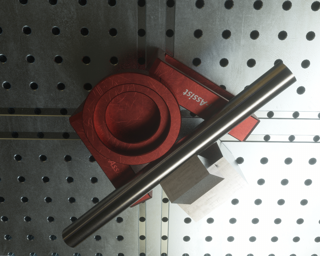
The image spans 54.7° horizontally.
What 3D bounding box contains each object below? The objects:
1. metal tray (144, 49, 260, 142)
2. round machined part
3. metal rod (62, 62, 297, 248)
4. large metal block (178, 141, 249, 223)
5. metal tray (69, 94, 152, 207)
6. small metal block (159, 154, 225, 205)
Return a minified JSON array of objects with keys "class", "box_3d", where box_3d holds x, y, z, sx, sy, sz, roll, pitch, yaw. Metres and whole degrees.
[{"class":"metal tray","box_3d":[0.045,-0.042,0.363,0.131,0.090,0.030,30,108,-11]},{"class":"round machined part","box_3d":[-0.028,-0.014,0.325,0.099,0.042,0.097,0,110,-1]},{"class":"metal rod","box_3d":[0.009,0.037,0.331,0.300,0.025,0.025,-39,106,12]},{"class":"large metal block","box_3d":[0.058,0.061,0.404,0.080,0.080,0.050,-39,106,13]},{"class":"metal tray","box_3d":[-0.054,0.022,0.386,0.030,0.090,0.130,-28,108,9]},{"class":"small metal block","box_3d":[0.036,0.057,0.334,0.050,0.050,0.025,-41,61,13]}]
